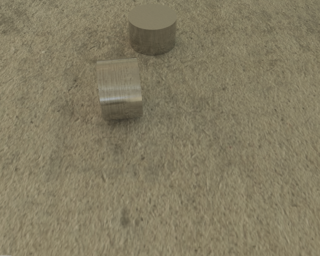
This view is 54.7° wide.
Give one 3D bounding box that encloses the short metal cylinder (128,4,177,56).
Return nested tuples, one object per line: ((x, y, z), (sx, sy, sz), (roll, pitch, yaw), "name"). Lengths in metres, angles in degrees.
((-0.013, -0.168, 0.528), (0.081, 0.050, 0.080), (0, 50, 0), "short metal cylinder")

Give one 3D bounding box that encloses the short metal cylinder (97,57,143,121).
((-0.052, -0.051, 0.410), (0.050, 0.080, 0.080), (-6, 51, -6), "short metal cylinder")
